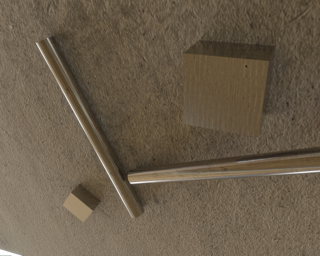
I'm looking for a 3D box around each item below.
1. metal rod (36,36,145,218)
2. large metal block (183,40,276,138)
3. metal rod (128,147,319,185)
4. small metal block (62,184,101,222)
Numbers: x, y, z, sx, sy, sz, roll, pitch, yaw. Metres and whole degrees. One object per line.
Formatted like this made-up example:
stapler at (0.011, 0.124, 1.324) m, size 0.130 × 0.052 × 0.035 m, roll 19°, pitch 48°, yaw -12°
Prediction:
metal rod at (-0.095, 0.011, 0.461) m, size 0.025 × 0.025 × 0.299 m, roll -12°, pitch 113°, yaw 33°
large metal block at (0.071, -0.043, 0.326) m, size 0.080 × 0.050 × 0.079 m, roll 11°, pitch 123°, yaw 22°
metal rod at (0.069, 0.049, 0.372) m, size 0.300 × 0.025 × 0.025 m, roll -13°, pitch 112°, yaw 42°
small metal block at (-0.143, 0.137, 0.565) m, size 0.050 × 0.025 × 0.050 m, roll 40°, pitch 129°, yaw 0°
